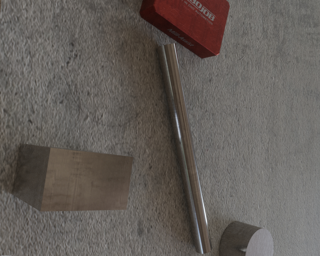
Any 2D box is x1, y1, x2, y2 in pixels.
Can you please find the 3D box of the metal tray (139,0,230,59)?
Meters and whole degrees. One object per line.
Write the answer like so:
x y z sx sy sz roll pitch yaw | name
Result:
0.040 -0.167 0.435 0.131 0.030 0.090 23 76 -38 | metal tray

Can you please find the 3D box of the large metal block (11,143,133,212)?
-0.085 0.046 0.298 0.081 0.080 0.050 11 83 -40 | large metal block

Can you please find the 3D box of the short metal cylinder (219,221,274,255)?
0.142 0.199 0.508 0.081 0.050 0.079 0 90 -40 | short metal cylinder

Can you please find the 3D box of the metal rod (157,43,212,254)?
0.037 0.035 0.435 0.025 0.025 0.298 -19 102 -39 | metal rod
